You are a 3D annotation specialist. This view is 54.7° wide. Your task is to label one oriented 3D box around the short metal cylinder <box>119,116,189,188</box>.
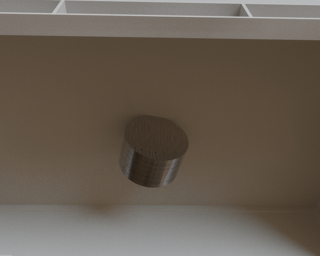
[{"bbox_3d":[-0.009,0.029,0.398,0.081,0.080,0.050,10,129,-9],"label":"short metal cylinder"}]
